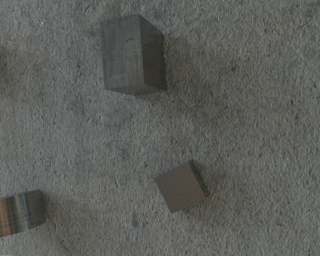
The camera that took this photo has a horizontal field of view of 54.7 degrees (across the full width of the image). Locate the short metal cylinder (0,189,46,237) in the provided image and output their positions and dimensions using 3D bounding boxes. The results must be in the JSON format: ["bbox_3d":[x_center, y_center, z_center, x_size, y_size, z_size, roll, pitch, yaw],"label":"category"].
[{"bbox_3d":[-0.215,0.124,0.455,0.080,0.080,0.050,-14,86,19],"label":"short metal cylinder"}]

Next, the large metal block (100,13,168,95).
[{"bbox_3d":[-0.030,-0.087,0.390,0.050,0.080,0.080,-5,88,20],"label":"large metal block"}]

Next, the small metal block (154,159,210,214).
[{"bbox_3d":[0.028,0.075,0.399,0.050,0.025,0.050,-29,81,17],"label":"small metal block"}]
